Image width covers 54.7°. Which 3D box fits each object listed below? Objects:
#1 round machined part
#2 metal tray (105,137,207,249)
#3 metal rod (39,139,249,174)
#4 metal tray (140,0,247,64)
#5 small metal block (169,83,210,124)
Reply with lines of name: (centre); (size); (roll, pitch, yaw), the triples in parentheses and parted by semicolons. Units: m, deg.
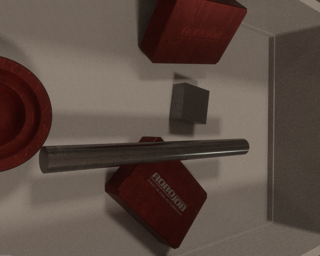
round machined part: (-0.151, -0.012, 0.270); (0.099, 0.042, 0.097); (0, 90, -40)
metal tray: (0.001, 0.085, 0.407); (0.130, 0.030, 0.090); (51, 60, -28)
metal rod: (0.011, 0.029, 0.377); (0.302, 0.025, 0.025); (0, 90, -40)
metal tray: (0.046, -0.130, 0.409); (0.131, 0.030, 0.089); (-9, 139, -40)
small metal block: (0.043, -0.034, 0.445); (0.050, 0.025, 0.050); (12, 83, -40)
